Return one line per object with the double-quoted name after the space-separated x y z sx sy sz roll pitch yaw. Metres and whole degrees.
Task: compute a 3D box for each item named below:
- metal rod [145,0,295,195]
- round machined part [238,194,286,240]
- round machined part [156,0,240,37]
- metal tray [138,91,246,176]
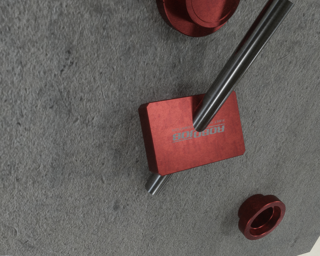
0.058 -0.022 0.387 0.025 0.025 0.298 11 125 -33 "metal rod"
0.194 0.169 0.610 0.099 0.042 0.097 -14 125 -21 "round machined part"
0.048 -0.146 0.333 0.099 0.042 0.097 -14 125 -21 "round machined part"
0.044 0.003 0.404 0.131 0.030 0.089 -11 93 -23 "metal tray"
